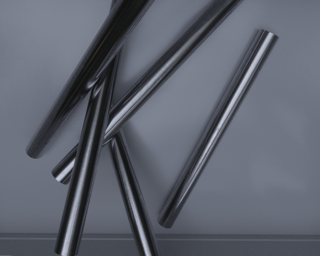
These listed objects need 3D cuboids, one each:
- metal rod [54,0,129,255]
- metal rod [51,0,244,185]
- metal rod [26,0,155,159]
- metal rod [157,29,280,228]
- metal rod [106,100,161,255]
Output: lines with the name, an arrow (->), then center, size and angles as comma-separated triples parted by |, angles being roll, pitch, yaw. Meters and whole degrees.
metal rod -> -0.069, -0.015, 0.340 | 0.025, 0.025, 0.298 | 12, 85, -5
metal rod -> -0.015, -0.049, 0.361 | 0.025, 0.025, 0.300 | 43, 92, -15
metal rod -> -0.085, -0.048, 0.329 | 0.025, 0.025, 0.299 | 37, 130, -13
metal rod -> 0.069, 0.014, 0.417 | 0.025, 0.025, 0.298 | 23, 108, -9
metal rod -> -0.030, 0.096, 0.378 | 0.025, 0.025, 0.299 | -19, 83, 6
